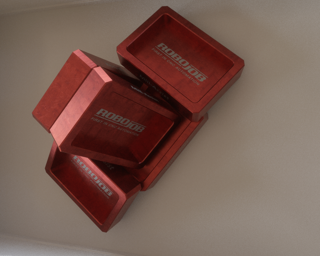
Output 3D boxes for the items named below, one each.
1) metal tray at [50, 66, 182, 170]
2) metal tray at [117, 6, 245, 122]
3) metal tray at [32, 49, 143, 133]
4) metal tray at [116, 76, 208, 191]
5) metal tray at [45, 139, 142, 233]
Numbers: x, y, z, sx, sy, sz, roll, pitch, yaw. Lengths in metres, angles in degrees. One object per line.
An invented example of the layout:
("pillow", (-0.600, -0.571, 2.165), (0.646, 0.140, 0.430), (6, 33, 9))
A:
("metal tray", (-0.044, -0.004, 0.355), (0.090, 0.131, 0.030), (-52, 51, 12))
("metal tray", (0.024, -0.081, 0.379), (0.130, 0.030, 0.090), (41, 77, 15))
("metal tray", (-0.079, -0.037, 0.379), (0.030, 0.130, 0.090), (42, 103, 15))
("metal tray", (-0.011, 0.006, 0.409), (0.090, 0.030, 0.130), (41, 102, 15))
("metal tray", (-0.095, 0.067, 0.420), (0.130, 0.030, 0.089), (41, 127, 14))
